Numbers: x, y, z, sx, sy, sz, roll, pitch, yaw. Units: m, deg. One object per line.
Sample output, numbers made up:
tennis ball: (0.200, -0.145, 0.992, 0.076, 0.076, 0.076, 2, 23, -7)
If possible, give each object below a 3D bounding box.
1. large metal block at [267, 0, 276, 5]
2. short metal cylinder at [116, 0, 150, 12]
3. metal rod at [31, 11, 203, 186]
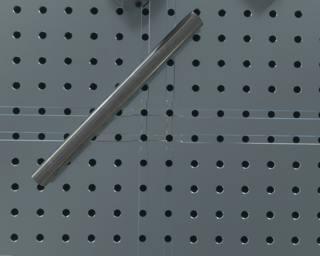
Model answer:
large metal block: (0.153, -0.226, 0.402, 0.080, 0.050, 0.080, -45, 90, 0)
short metal cylinder: (-0.031, -0.193, 0.385, 0.080, 0.080, 0.050, -41, 90, 0)
metal rod: (-0.056, -0.039, 0.412, 0.025, 0.025, 0.300, 44, 90, 0)
